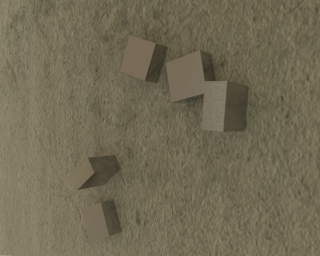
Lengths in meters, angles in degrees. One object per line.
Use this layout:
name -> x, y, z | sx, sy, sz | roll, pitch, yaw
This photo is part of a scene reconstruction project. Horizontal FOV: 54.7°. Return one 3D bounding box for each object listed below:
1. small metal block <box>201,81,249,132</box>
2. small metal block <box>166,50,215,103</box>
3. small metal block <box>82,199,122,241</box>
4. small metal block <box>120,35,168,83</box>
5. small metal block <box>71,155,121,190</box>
small metal block -> 0.070, -0.022, 0.330 | 0.025, 0.050, 0.050 | 6, 94, 39
small metal block -> 0.038, -0.060, 0.373 | 0.050, 0.025, 0.050 | -12, 82, 39
small metal block -> -0.090, 0.142, 0.477 | 0.050, 0.025, 0.050 | -27, 73, 36
small metal block -> -0.022, -0.094, 0.421 | 0.050, 0.025, 0.050 | 28, 107, 36
small metal block -> -0.096, 0.067, 0.465 | 0.050, 0.050, 0.025 | -44, 64, 31
